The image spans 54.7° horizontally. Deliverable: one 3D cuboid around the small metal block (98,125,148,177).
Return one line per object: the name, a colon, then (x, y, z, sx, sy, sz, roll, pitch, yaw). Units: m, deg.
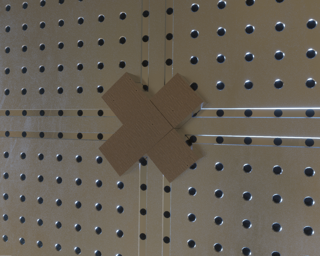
small metal block: (-0.047, 0.031, 0.428, 0.050, 0.025, 0.050, -43, 77, 14)

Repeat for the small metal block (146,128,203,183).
small metal block: (0.019, 0.035, 0.405, 0.050, 0.025, 0.050, -42, 77, 14)

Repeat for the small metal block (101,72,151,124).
small metal block: (-0.043, -0.040, 0.427, 0.050, 0.025, 0.050, -42, 77, 14)

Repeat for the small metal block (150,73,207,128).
small metal block: (0.024, -0.035, 0.403, 0.050, 0.025, 0.050, -43, 77, 14)

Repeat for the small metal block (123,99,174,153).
small metal block: (-0.012, -0.002, 0.415, 0.050, 0.025, 0.050, -43, 77, 14)
